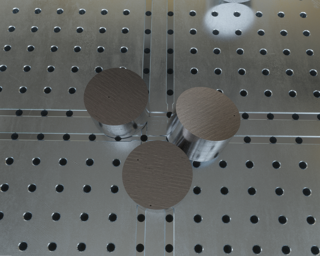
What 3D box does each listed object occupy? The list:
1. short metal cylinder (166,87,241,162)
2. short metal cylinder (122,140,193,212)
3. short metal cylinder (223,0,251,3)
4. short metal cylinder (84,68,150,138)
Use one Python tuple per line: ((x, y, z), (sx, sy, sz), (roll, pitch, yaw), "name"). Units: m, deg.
((0.053, -0.005, 0.388), (0.081, 0.050, 0.080), (7, 55, -10), "short metal cylinder")
((-0.003, 0.060, 0.376), (0.081, 0.050, 0.080), (0, 70, 0), "short metal cylinder")
((0.121, -0.239, 0.470), (0.080, 0.080, 0.050), (4, 70, 1), "short metal cylinder")
((-0.055, -0.032, 0.410), (0.081, 0.050, 0.080), (0, 70, 0), "short metal cylinder")
